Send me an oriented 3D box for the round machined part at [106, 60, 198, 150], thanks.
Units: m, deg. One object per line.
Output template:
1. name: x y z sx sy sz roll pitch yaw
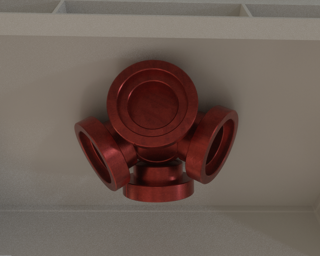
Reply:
1. round machined part: -0.007 -0.024 0.351 0.099 0.098 0.042 -3 168 2

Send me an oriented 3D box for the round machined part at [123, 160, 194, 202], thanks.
1. round machined part: -0.003 0.067 0.428 0.099 0.098 0.042 -1 94 0

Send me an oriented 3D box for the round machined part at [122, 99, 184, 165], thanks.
1. round machined part: -0.004 0.010 0.404 0.099 0.042 0.097 -1 130 0

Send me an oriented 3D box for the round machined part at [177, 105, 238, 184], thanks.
1. round machined part: 0.057 0.017 0.388 0.042 0.099 0.097 23 137 28

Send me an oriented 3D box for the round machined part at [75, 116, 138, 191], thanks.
1. round machined part: -0.065 0.028 0.394 0.042 0.098 0.097 -31 135 -24
